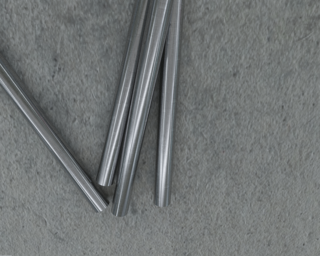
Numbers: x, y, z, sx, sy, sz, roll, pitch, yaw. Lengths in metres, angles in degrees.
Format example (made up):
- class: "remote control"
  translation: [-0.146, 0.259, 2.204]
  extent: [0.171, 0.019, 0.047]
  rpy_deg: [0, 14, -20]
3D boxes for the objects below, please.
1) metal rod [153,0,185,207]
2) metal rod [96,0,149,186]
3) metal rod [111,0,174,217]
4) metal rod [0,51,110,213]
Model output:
- class: "metal rod"
  translation: [0.010, -0.032, 0.397]
  extent: [0.025, 0.025, 0.298]
  rpy_deg: [2, 110, -1]
- class: "metal rod"
  translation: [-0.040, -0.060, 0.386]
  extent: [0.025, 0.025, 0.298]
  rpy_deg: [14, 109, -6]
- class: "metal rod"
  translation: [-0.028, -0.011, 0.393]
  extent: [0.025, 0.025, 0.298]
  rpy_deg: [11, 114, -5]
- class: "metal rod"
  translation: [-0.157, -0.008, 0.404]
  extent: [0.025, 0.025, 0.299]
  rpy_deg: [-28, 108, 9]
